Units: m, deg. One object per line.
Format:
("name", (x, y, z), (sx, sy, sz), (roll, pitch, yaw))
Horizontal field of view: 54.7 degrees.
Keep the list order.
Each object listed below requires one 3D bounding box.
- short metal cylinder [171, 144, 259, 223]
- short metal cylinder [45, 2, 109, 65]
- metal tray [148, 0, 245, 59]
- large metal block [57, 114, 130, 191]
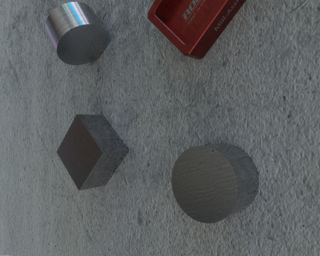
("short metal cylinder", (0.060, 0.058, 0.339), (0.080, 0.050, 0.079), (0, 90, 40))
("short metal cylinder", (-0.126, -0.143, 0.473), (0.080, 0.081, 0.050), (-45, 63, 31))
("metal tray", (0.050, -0.158, 0.359), (0.090, 0.030, 0.129), (52, 120, 27))
("large metal block", (-0.105, 0.036, 0.475), (0.080, 0.050, 0.080), (50, 119, 28))
